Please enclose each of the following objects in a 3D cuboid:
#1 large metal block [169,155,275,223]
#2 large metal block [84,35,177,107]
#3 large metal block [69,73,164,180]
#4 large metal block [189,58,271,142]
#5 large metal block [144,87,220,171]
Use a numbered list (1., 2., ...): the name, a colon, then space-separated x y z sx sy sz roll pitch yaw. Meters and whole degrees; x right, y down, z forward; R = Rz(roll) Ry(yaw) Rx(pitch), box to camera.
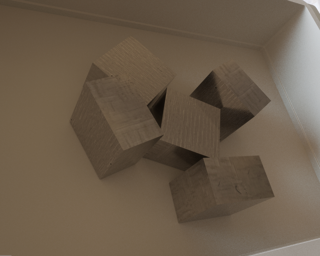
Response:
1. large metal block: 0.069 0.072 0.364 0.081 0.080 0.050 1 62 -28
2. large metal block: -0.038 -0.062 0.406 0.080 0.050 0.080 41 51 -1
3. large metal block: -0.052 -0.001 0.342 0.050 0.080 0.080 -21 73 -36
4. large metal block: 0.093 -0.037 0.443 0.080 0.080 0.050 49 51 6
5. large metal block: 0.030 0.005 0.402 0.080 0.050 0.080 21 54 -17
